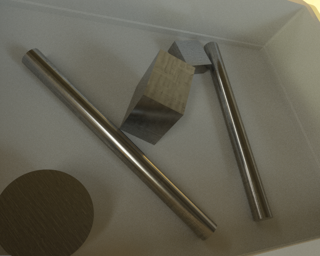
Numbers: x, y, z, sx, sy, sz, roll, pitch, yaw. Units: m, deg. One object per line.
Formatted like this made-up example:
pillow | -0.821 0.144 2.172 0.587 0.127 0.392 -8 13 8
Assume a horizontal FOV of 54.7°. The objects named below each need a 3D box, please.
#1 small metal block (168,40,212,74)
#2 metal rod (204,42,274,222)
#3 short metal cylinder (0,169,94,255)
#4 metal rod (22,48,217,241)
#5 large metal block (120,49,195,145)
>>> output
small metal block | 0.048 -0.115 0.504 0.050 0.025 0.050 -12 68 -34
metal rod | 0.113 -0.011 0.475 0.025 0.025 0.299 4 60 -27
short metal cylinder | -0.106 0.084 0.282 0.081 0.050 0.080 14 56 -21
metal rod | -0.049 0.018 0.369 0.300 0.025 0.025 44 51 2
large metal block | -0.003 -0.037 0.393 0.050 0.080 0.080 26 52 -13
